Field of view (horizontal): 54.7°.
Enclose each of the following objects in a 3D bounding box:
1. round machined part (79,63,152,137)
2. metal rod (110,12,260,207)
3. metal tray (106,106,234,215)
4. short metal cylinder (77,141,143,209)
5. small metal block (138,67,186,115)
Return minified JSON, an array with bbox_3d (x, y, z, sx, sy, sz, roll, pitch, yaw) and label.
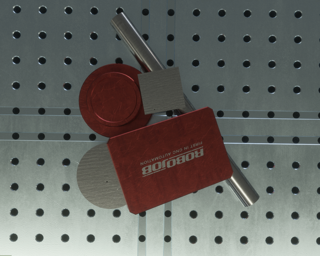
[{"bbox_3d":[-0.056,-0.035,0.400,0.099,0.042,0.097,0,90,1],"label":"round machined part"},{"bbox_3d":[0.033,-0.024,0.410,0.025,0.025,0.299,-36,90,0],"label":"metal rod"},{"bbox_3d":[0.012,0.036,0.369,0.131,0.030,0.090,-18,90,-13],"label":"metal tray"},{"bbox_3d":[-0.060,0.057,0.396,0.081,0.050,0.079,0,90,0],"label":"short metal cylinder"},{"bbox_3d":[0.003,-0.046,0.386,0.050,0.025,0.050,-10,93,5],"label":"small metal block"}]
